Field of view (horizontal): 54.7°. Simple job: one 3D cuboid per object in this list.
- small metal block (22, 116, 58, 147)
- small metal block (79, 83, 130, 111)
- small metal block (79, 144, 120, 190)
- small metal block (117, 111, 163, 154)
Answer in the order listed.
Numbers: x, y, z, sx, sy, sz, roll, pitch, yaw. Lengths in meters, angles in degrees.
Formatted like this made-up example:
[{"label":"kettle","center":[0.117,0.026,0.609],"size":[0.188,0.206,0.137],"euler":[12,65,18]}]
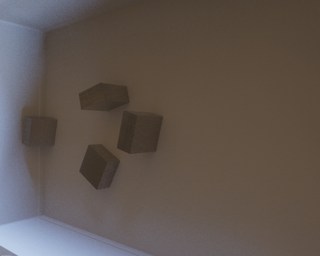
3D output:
[{"label":"small metal block","center":[-0.221,0.006,0.569],"size":[0.025,0.050,0.050],"euler":[17,101,38]},{"label":"small metal block","center":[-0.082,-0.044,0.456],"size":[0.050,0.050,0.025],"euler":[-17,79,38]},{"label":"small metal block","center":[-0.095,0.060,0.482],"size":[0.050,0.025,0.050],"euler":[36,112,34]},{"label":"small metal block","center":[-0.026,0.005,0.410],"size":[0.025,0.050,0.050],"euler":[19,102,38]}]
